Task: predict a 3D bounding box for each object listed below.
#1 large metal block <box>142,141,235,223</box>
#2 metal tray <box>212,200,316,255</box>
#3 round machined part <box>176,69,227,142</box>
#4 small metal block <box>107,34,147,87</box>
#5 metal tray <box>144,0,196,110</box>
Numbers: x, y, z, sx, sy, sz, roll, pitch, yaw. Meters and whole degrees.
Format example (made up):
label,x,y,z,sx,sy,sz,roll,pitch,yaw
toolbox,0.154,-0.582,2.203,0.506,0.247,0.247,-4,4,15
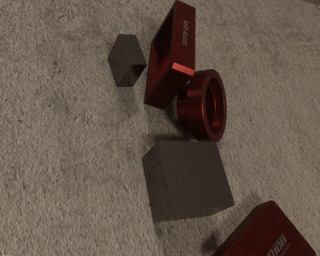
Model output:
label,x,y,z,sx,sy,sz,roll,pitch,yaw
large metal block,0.031,0.062,0.368,0.081,0.050,0.080,2,61,-28
metal tray,0.124,0.160,0.372,0.131,0.030,0.090,-30,79,-38
round machined part,0.056,-0.029,0.421,0.098,0.042,0.097,6,83,-61
small metal block,-0.046,-0.090,0.420,0.025,0.050,0.050,-6,65,-31
metal tray,0.014,-0.102,0.433,0.030,0.090,0.130,17,55,-19
